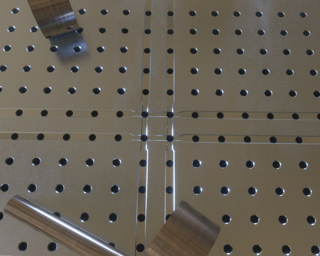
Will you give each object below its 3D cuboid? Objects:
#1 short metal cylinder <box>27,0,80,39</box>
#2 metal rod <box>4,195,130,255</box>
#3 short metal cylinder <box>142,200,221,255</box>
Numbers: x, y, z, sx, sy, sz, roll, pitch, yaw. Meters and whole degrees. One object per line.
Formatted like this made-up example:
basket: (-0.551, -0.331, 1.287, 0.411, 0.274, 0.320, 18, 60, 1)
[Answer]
short metal cylinder: (-0.155, -0.175, 0.445, 0.050, 0.080, 0.080, -21, 72, -7)
metal rod: (-0.045, 0.155, 0.354, 0.301, 0.025, 0.025, 25, 72, 8)
short metal cylinder: (0.022, 0.126, 0.337, 0.050, 0.080, 0.080, 35, 74, 12)
